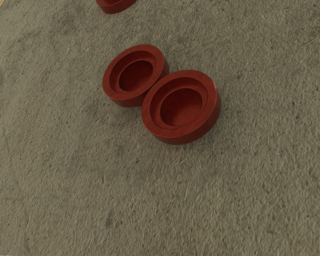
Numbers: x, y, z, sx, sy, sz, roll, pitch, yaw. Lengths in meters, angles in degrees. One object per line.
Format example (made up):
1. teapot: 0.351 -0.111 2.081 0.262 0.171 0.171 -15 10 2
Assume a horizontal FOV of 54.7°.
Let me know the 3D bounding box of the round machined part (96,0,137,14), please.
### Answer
1. round machined part: -0.085 -0.275 0.607 0.098 0.042 0.098 -13 56 21

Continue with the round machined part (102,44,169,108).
1. round machined part: -0.031 -0.071 0.453 0.098 0.042 0.098 -13 56 21

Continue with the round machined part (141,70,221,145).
1. round machined part: 0.029 -0.022 0.391 0.098 0.042 0.098 -13 56 21
